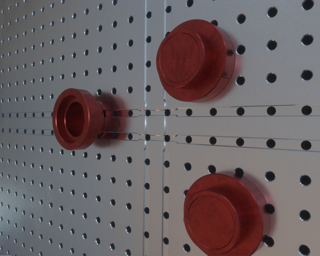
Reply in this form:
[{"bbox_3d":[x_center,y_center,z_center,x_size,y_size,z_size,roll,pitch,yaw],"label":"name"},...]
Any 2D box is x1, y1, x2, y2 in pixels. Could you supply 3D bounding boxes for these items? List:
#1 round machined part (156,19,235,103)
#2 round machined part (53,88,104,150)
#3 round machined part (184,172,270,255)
[{"bbox_3d":[0.034,-0.080,0.368,0.098,0.042,0.097,0,90,40],"label":"round machined part"},{"bbox_3d":[-0.128,-0.014,0.501,0.098,0.042,0.097,0,90,39],"label":"round machined part"},{"bbox_3d":[0.066,0.100,0.343,0.098,0.042,0.097,0,90,39],"label":"round machined part"}]
